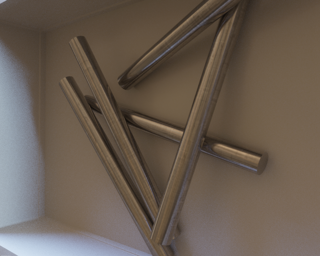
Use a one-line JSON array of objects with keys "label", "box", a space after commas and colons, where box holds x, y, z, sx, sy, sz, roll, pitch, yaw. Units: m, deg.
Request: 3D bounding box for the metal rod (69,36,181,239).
[{"label": "metal rod", "box": [-0.051, 0.008, 0.417, 0.025, 0.025, 0.299, -33, 79, 35]}]

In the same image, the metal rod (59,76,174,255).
[{"label": "metal rod", "box": [-0.069, 0.049, 0.441, 0.025, 0.025, 0.299, -43, 71, 31]}]

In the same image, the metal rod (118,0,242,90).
[{"label": "metal rod", "box": [0.040, -0.117, 0.339, 0.299, 0.025, 0.025, -29, 72, 46]}]

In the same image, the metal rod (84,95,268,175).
[{"label": "metal rod", "box": [-0.007, -0.002, 0.410, 0.300, 0.025, 0.025, 19, 102, 38]}]

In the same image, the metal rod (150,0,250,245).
[{"label": "metal rod", "box": [0.045, -0.016, 0.340, 0.025, 0.025, 0.298, 20, 94, 38]}]
